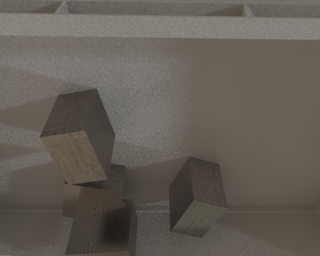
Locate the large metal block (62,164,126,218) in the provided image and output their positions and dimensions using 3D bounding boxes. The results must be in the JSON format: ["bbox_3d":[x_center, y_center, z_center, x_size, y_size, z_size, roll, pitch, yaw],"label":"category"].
[{"bbox_3d":[-0.101,0.097,0.474,0.081,0.050,0.079,10,130,-9],"label":"large metal block"}]

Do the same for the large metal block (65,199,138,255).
[{"bbox_3d":[-0.077,0.150,0.434,0.080,0.080,0.050,-5,130,4],"label":"large metal block"}]

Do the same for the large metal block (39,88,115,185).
[{"bbox_3d":[-0.095,0.010,0.381,0.050,0.080,0.080,-9,130,7],"label":"large metal block"}]

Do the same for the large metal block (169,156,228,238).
[{"bbox_3d":[0.053,0.103,0.461,0.050,0.080,0.079,16,128,-13],"label":"large metal block"}]
